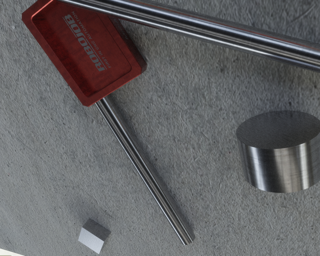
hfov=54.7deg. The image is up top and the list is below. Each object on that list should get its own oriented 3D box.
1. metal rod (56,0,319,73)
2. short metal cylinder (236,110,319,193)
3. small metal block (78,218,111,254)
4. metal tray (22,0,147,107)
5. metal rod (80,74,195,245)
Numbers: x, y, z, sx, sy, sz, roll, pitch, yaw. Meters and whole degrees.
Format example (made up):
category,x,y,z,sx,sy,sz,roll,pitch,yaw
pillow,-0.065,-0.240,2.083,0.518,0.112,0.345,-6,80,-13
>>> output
category,x,y,z,sx,sy,sz,roll,pitch,yaw
metal rod,0.037,-0.100,0.303,0.301,0.025,0.025,18,126,9
short metal cylinder,0.123,0.022,0.320,0.080,0.080,0.050,-2,117,29
small metal block,-0.128,0.211,0.605,0.050,0.025,0.050,30,128,9
metal tray,-0.088,-0.102,0.369,0.090,0.030,0.130,-29,103,19
metal rod,-0.027,0.051,0.452,0.025,0.025,0.299,-19,109,35
